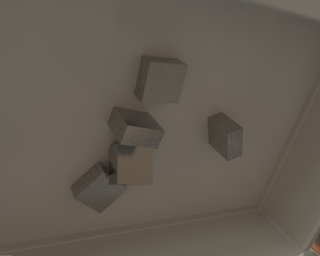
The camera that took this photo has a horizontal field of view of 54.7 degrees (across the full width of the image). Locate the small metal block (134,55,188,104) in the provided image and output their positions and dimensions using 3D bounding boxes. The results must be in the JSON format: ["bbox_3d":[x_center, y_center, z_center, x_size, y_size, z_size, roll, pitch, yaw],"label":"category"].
[{"bbox_3d":[0.001,-0.058,0.375,0.050,0.025,0.050,-1,119,-28],"label":"small metal block"}]

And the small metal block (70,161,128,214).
[{"bbox_3d":[-0.081,0.080,0.415,0.050,0.025,0.050,-42,130,1],"label":"small metal block"}]

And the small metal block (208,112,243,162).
[{"bbox_3d":[0.095,0.012,0.454,0.025,0.050,0.050,-21,127,-17],"label":"small metal block"}]

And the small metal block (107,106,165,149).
[{"bbox_3d":[-0.030,-0.001,0.377,0.050,0.050,0.025,9,114,-33],"label":"small metal block"}]

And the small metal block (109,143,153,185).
[{"bbox_3d":[-0.038,0.048,0.402,0.050,0.025,0.050,7,74,-32],"label":"small metal block"}]
